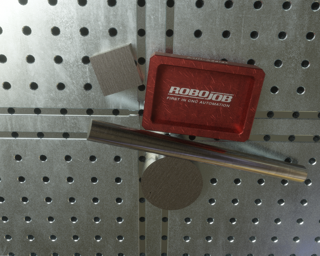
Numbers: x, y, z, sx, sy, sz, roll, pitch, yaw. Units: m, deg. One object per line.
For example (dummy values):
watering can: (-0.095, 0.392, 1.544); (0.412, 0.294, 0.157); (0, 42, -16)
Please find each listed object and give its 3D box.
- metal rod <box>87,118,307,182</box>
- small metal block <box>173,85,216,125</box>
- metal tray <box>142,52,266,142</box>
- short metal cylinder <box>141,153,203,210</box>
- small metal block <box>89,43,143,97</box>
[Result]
metal rod: (0.061, 0.033, 0.392); (0.302, 0.025, 0.025); (13, 110, -19)
small metal block: (0.044, -0.032, 0.402); (0.050, 0.025, 0.050); (5, 110, -3)
metal tray: (0.048, -0.037, 0.371); (0.131, 0.030, 0.089); (7, 110, -3)
short metal cylinder: (0.015, 0.064, 0.424); (0.081, 0.050, 0.079); (0, 110, -1)
small metal block: (-0.053, -0.073, 0.386); (0.050, 0.025, 0.050); (-17, 110, 5)
